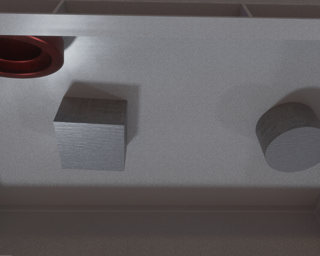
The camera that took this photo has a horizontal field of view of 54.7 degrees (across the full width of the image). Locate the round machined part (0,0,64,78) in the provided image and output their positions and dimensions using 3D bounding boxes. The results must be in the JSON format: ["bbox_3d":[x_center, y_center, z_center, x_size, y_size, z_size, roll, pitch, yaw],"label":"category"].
[{"bbox_3d":[-0.145,-0.087,0.302,0.099,0.042,0.098,-4,166,-1],"label":"round machined part"}]

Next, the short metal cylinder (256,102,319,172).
[{"bbox_3d":[0.173,0.013,0.407,0.081,0.050,0.079,0,130,0],"label":"short metal cylinder"}]

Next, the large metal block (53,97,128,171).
[{"bbox_3d":[-0.084,0.009,0.399,0.081,0.050,0.079,3,130,-3],"label":"large metal block"}]
